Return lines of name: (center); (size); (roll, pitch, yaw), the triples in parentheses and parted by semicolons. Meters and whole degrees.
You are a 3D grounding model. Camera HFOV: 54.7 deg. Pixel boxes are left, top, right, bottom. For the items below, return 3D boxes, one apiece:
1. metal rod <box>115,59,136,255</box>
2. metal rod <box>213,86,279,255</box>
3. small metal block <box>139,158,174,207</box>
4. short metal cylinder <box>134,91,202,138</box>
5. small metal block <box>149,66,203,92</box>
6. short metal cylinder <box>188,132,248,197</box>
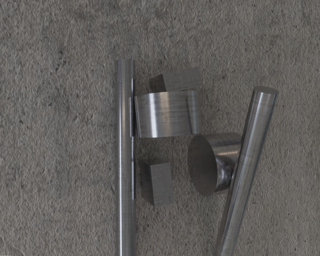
metal rod: (-0.043, 0.064, 0.393); (0.025, 0.025, 0.298); (0, 90, -20)
metal rod: (0.092, 0.095, 0.376); (0.025, 0.025, 0.298); (-3, 117, -20)
small metal block: (-0.006, 0.067, 0.394); (0.025, 0.050, 0.050); (-6, 92, -20)
short metal cylinder: (0.010, -0.017, 0.384); (0.081, 0.080, 0.050); (-5, 92, -20)
small metal block: (0.020, -0.059, 0.403); (0.050, 0.050, 0.025); (-15, 95, -20)
short metal cylinder: (0.077, 0.047, 0.408); (0.050, 0.080, 0.079); (-5, 92, -20)
